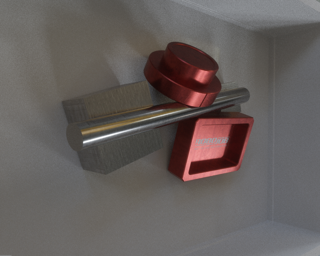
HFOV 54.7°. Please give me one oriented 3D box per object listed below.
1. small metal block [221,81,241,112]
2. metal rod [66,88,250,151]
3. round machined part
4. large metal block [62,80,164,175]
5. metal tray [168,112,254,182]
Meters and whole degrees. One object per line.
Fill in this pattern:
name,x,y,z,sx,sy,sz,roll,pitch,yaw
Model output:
small metal block,0.101,-0.046,0.491,0.050,0.025,0.050,-15,100,-39
metal rod,0.028,-0.022,0.372,0.302,0.025,0.025,-16,101,-46
round machined part,0.033,-0.072,0.384,0.099,0.098,0.042,-6,135,-40
large metal block,-0.051,-0.003,0.346,0.081,0.050,0.079,-23,105,-38
metal tray,0.077,0.023,0.450,0.131,0.030,0.089,-2,111,-41
